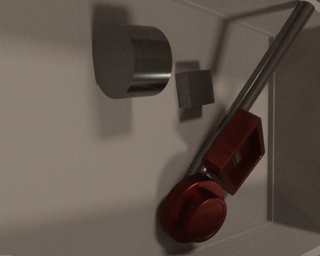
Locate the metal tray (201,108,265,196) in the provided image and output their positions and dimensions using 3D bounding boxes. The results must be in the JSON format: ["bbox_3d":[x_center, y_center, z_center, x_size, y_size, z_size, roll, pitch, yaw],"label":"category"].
[{"bbox_3d":[0.111,0.040,0.448,0.090,0.030,0.130,-51,149,-8],"label":"metal tray"}]

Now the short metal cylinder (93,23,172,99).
[{"bbox_3d":[-0.032,-0.074,0.345,0.050,0.080,0.079,-10,97,-40],"label":"short metal cylinder"}]

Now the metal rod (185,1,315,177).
[{"bbox_3d":[0.127,-0.047,0.444,0.025,0.025,0.299,31,93,-36],"label":"metal rod"}]

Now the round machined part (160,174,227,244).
[{"bbox_3d":[0.053,0.116,0.424,0.099,0.042,0.097,-14,116,-31],"label":"round machined part"}]

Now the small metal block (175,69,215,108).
[{"bbox_3d":[0.051,-0.057,0.452,0.050,0.025,0.050,-13,99,-40],"label":"small metal block"}]
